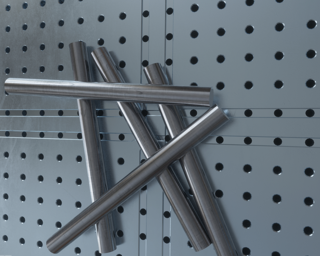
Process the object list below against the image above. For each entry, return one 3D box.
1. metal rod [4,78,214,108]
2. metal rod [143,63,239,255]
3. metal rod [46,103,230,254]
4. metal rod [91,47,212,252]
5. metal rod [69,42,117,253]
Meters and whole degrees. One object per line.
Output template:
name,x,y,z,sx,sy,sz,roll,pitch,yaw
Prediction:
metal rod,-0.081,-0.049,0.413,0.301,0.025,0.025,5,92,19
metal rod,0.044,0.056,0.396,0.025,0.025,0.299,-24,82,18
metal rod,-0.039,0.073,0.398,0.300,0.025,0.025,-40,78,15
metal rod,-0.016,0.021,0.417,0.025,0.025,0.299,-32,80,17
metal rod,-0.097,0.025,0.445,0.025,0.025,0.298,-10,87,19
